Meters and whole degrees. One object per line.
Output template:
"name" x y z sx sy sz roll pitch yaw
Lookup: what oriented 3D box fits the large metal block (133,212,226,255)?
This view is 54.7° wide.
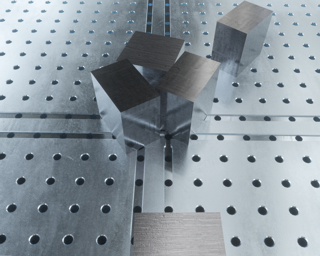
"large metal block" 0.017 0.126 0.286 0.081 0.050 0.080 0 50 -1

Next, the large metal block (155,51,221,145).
"large metal block" 0.035 -0.039 0.406 0.050 0.080 0.080 23 54 18

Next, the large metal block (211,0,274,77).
"large metal block" 0.128 -0.142 0.493 0.050 0.080 0.080 33 57 24

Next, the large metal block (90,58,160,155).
"large metal block" -0.042 -0.027 0.394 0.050 0.080 0.080 -25 55 -20

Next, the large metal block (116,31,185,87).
"large metal block" -0.012 -0.099 0.474 0.080 0.050 0.080 14 51 11
